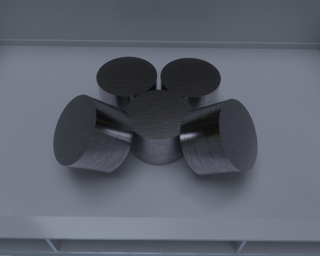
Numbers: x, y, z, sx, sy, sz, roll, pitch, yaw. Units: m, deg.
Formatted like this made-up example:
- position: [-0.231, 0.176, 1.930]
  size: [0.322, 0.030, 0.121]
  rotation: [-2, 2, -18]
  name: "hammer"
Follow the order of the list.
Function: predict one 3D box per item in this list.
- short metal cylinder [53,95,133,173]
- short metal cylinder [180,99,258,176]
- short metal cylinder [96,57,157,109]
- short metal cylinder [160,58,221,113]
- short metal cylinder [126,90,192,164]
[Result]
- position: [-0.077, 0.008, 0.352]
  size: [0.050, 0.080, 0.080]
  rotation: [22, 33, -44]
  name: "short metal cylinder"
- position: [0.068, 0.012, 0.350]
  size: [0.050, 0.080, 0.080]
  rotation: [-15, 37, 41]
  name: "short metal cylinder"
- position: [-0.044, -0.054, 0.430]
  size: [0.081, 0.050, 0.080]
  rotation: [0, 50, 0]
  name: "short metal cylinder"
- position: [0.041, -0.053, 0.432]
  size: [0.081, 0.050, 0.080]
  rotation: [0, 50, 0]
  name: "short metal cylinder"
- position: [-0.001, -0.002, 0.386]
  size: [0.081, 0.050, 0.080]
  rotation: [0, 50, 0]
  name: "short metal cylinder"
